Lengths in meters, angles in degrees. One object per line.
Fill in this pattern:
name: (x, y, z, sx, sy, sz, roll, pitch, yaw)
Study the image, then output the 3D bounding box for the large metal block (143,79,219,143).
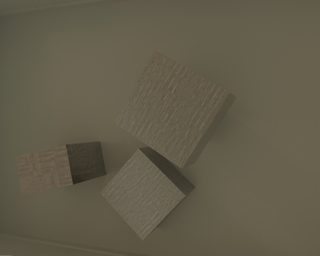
large metal block: (0.023, -0.025, 0.373, 0.080, 0.080, 0.050, 33, 101, 17)

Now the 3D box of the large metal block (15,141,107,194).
large metal block: (-0.134, 0.053, 0.428, 0.080, 0.080, 0.050, -13, 86, 19)

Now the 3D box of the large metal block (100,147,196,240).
large metal block: (-0.015, 0.081, 0.402, 0.080, 0.050, 0.080, 44, 104, 14)

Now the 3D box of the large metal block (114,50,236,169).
large metal block: (0.016, -0.018, 0.306, 0.080, 0.050, 0.080, 34, 101, 17)
